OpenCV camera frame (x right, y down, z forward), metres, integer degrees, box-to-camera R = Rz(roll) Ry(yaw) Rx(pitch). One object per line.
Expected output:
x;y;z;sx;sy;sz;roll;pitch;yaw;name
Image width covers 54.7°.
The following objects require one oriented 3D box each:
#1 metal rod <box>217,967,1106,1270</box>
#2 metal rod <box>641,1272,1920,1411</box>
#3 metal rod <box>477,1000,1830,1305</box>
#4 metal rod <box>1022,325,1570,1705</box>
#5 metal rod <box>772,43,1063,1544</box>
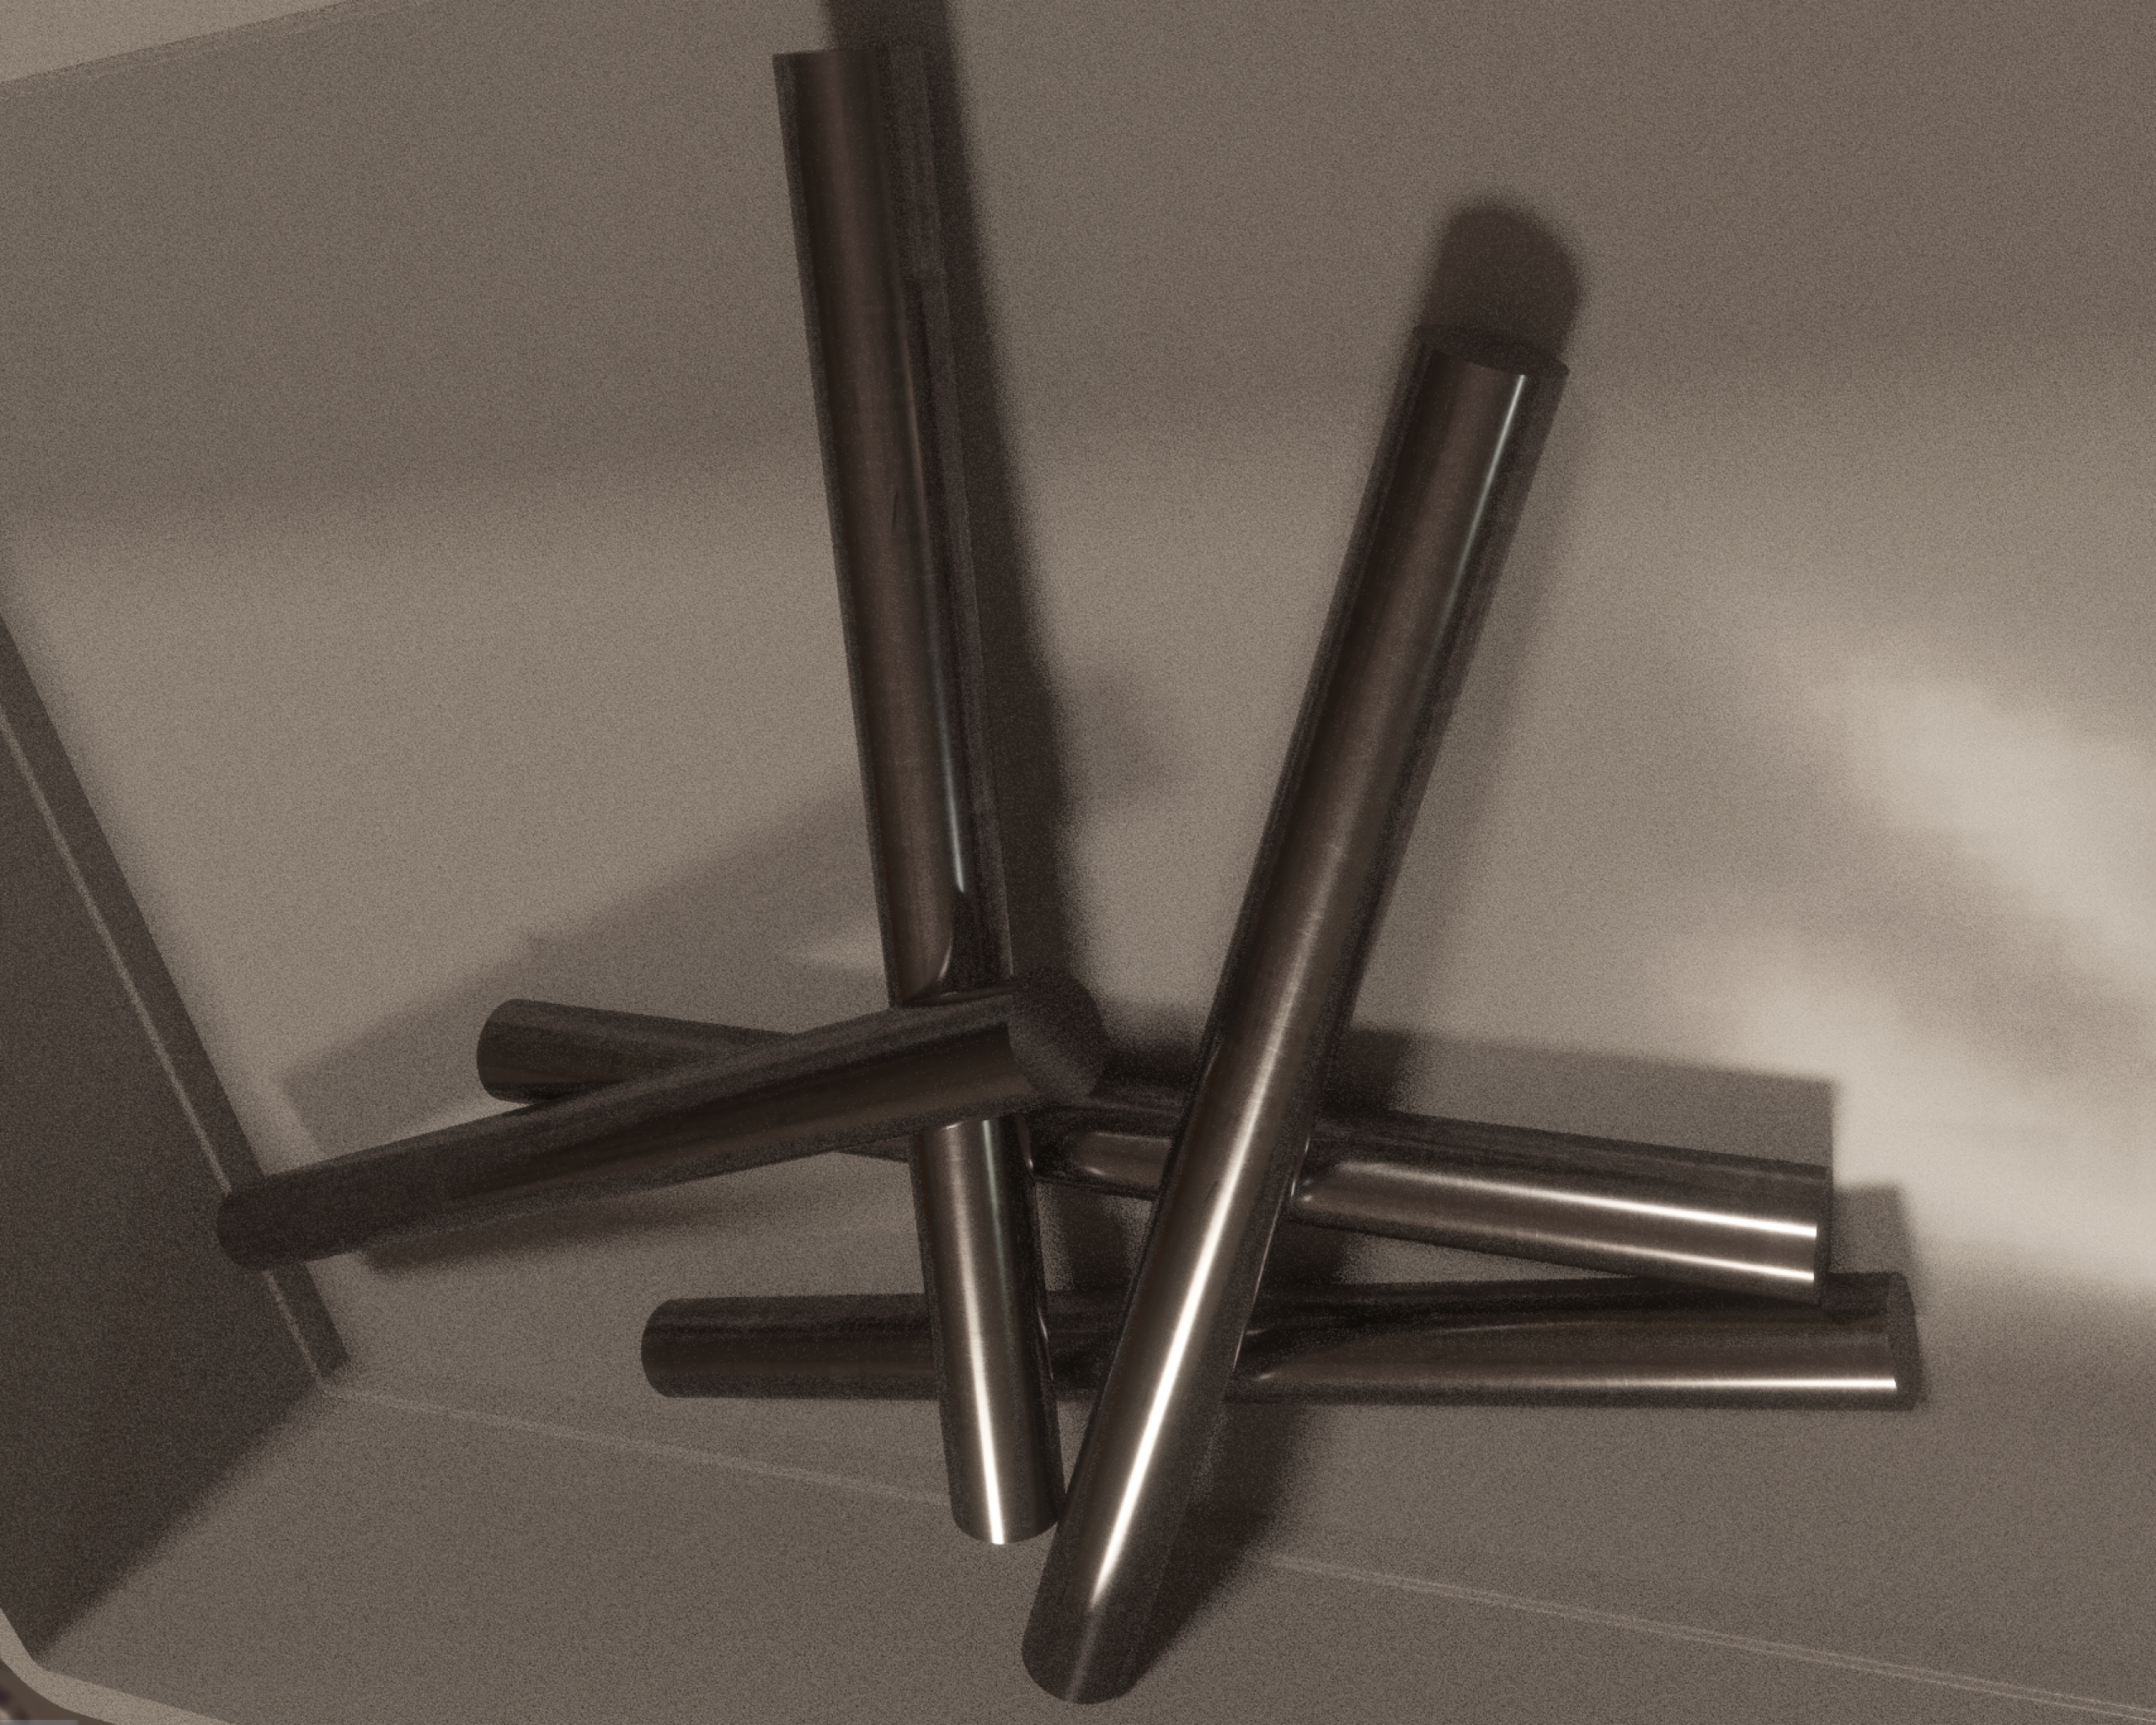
-0.113;0.065;0.472;0.299;0.025;0.025;-17;110;40;metal rod
0.024;0.106;0.458;0.300;0.025;0.025;-8;114;31;metal rod
-0.001;0.056;0.441;0.301;0.025;0.025;5;121;25;metal rod
0.032;0.048;0.393;0.025;0.025;0.298;22;119;14;metal rod
-0.026;0.004;0.399;0.025;0.025;0.298;6;115;24;metal rod
